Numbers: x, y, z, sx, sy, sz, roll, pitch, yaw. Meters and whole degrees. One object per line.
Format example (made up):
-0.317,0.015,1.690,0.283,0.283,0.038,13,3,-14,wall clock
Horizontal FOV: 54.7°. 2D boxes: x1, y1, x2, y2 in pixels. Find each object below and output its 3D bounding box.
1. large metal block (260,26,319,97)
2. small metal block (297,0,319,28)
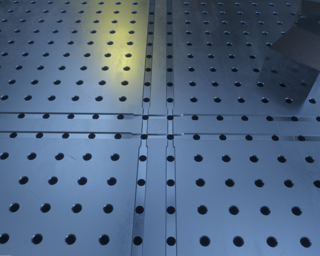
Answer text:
0.218,-0.105,0.481,0.080,0.050,0.080,35,58,25,large metal block
0.293,-0.218,0.593,0.050,0.025,0.050,13,51,11,small metal block
